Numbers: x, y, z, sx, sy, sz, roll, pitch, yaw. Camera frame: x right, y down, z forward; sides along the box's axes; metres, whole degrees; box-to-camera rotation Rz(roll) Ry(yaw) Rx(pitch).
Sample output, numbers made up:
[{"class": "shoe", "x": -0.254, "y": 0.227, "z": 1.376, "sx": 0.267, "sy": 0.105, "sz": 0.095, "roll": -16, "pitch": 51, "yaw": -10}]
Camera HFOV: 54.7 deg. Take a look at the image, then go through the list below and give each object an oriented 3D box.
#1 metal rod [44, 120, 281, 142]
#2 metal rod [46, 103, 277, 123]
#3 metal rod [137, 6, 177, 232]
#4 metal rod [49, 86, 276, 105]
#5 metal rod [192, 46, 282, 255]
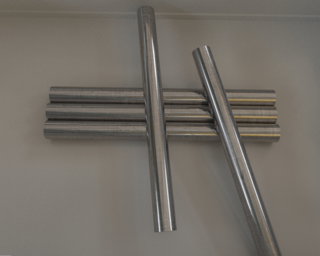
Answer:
[{"class": "metal rod", "x": 0.003, "y": 0.004, "z": 0.407, "sx": 0.302, "sy": 0.025, "sz": 0.025, "roll": 1, "pitch": 70, "yaw": 0}, {"class": "metal rod", "x": 0.002, "y": -0.019, "z": 0.415, "sx": 0.302, "sy": 0.025, "sz": 0.025, "roll": 1, "pitch": 70, "yaw": 0}, {"class": "metal rod", "x": -0.007, "y": -0.026, "z": 0.391, "sx": 0.025, "sy": 0.025, "sz": 0.299, "roll": -5, "pitch": 70, "yaw": -2}, {"class": "metal rod", "x": 0.004, "y": -0.042, "z": 0.424, "sx": 0.302, "sy": 0.025, "sz": 0.025, "roll": 1, "pitch": 70, "yaw": 0}, {"class": "metal rod", "x": 0.094, "y": 0.039, "z": 0.374, "sx": 0.025, "sy": 0.025, "sz": 0.299, "roll": -15, "pitch": 78, "yaw": -6}]
